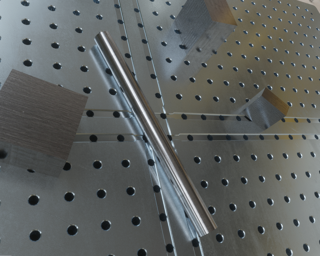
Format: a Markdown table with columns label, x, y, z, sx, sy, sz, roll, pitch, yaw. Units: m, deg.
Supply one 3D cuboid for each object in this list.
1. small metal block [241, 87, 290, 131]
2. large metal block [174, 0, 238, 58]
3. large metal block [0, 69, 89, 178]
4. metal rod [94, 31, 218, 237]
| label | x | y | z | sx | sy | sz | roll | pitch | yaw |
| --- | --- | --- | --- | --- | --- | --- | --- | --- | --- |
| small metal block | 0.171 | -0.030 | 0.506 | 0.050 | 0.050 | 0.025 | 39 | 51 | -2 |
| large metal block | 0.074 | -0.178 | 0.523 | 0.050 | 0.080 | 0.080 | 0 | 62 | -29 |
| large metal block | -0.130 | -0.003 | 0.325 | 0.080 | 0.050 | 0.080 | 20 | 54 | -17 |
| metal rod | -0.013 | -0.004 | 0.404 | 0.025 | 0.025 | 0.299 | -18 | 71 | -35 |
